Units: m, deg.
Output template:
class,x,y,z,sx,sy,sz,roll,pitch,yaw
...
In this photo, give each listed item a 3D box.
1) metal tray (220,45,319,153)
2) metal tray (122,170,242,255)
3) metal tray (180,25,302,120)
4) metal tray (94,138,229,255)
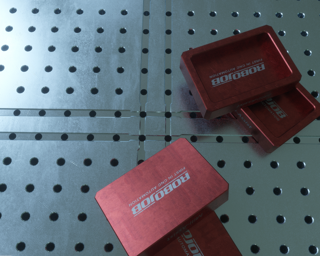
class,x,y,z,sx,sy,sz,roll,pitch,yaw
metal tray,0.143,-0.043,0.426,0.090,0.030,0.130,-34,74,-12
metal tray,0.025,0.124,0.364,0.090,0.030,0.130,-29,73,-11
metal tray,0.102,-0.074,0.404,0.131,0.030,0.090,-20,71,-8
metal tray,0.003,0.079,0.360,0.131,0.030,0.090,-32,54,-13
